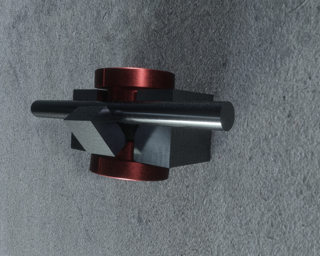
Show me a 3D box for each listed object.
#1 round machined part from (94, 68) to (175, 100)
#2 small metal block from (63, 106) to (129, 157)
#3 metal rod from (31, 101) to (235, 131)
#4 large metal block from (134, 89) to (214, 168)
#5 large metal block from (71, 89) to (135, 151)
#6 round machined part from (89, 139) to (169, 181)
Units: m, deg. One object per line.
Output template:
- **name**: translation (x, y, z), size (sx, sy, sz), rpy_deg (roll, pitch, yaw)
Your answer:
- **round machined part**: translation (-0.031, -0.047, 0.385), size (0.098, 0.099, 0.042), rpy_deg (5, 94, 40)
- **small metal block**: translation (-0.071, 0.003, 0.343), size (0.050, 0.025, 0.050), rpy_deg (2, 132, 41)
- **metal rod**: translation (-0.059, -0.019, 0.351), size (0.300, 0.025, 0.025), rpy_deg (5, 93, 40)
- **large metal block**: translation (0.018, -0.001, 0.356), size (0.050, 0.081, 0.079), rpy_deg (5, 93, 40)
- **large metal block**: translation (-0.073, -0.010, 0.431), size (0.050, 0.081, 0.079), rpy_deg (6, 94, 40)
- **round machined part**: translation (-0.036, 0.036, 0.388), size (0.098, 0.099, 0.042), rpy_deg (6, 89, 40)
